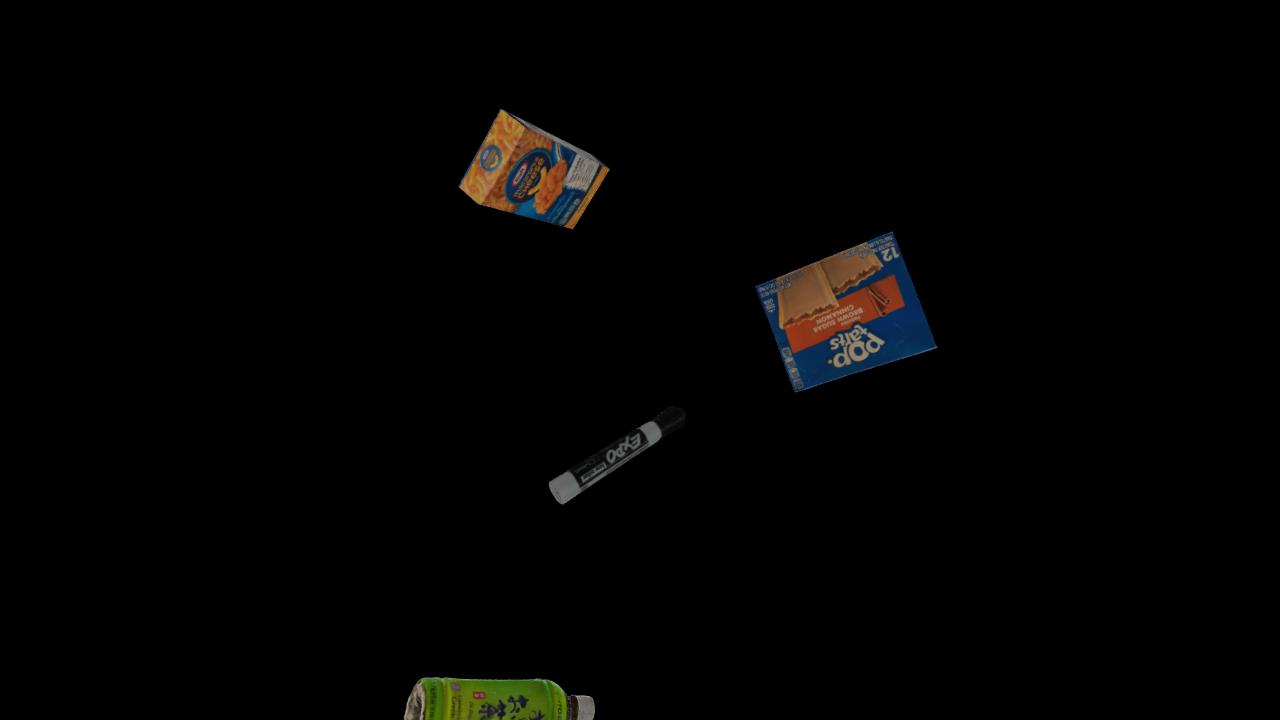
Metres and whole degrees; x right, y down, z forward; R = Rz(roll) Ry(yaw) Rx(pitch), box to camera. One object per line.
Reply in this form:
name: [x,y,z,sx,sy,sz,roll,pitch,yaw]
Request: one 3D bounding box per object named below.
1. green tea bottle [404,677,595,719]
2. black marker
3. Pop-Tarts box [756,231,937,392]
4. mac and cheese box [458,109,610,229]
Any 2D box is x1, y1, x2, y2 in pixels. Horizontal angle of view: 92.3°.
green tea bottle: [-0.150,0.396,0.694,0.212,0.073,0.073,15,-7,-30]
black marker: [-0.013,0.068,0.461,0.121,0.020,0.020,-29,14,-27]
Pop-Tarts box: [0.247,-0.055,0.746,0.167,0.141,0.083,-20,-1,24]
mac and cheese box: [-0.111,-0.205,0.690,0.041,0.093,0.184,43,19,16]
